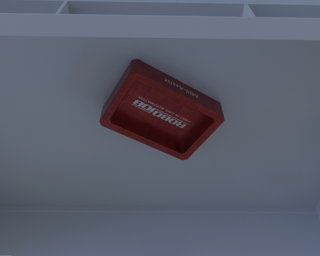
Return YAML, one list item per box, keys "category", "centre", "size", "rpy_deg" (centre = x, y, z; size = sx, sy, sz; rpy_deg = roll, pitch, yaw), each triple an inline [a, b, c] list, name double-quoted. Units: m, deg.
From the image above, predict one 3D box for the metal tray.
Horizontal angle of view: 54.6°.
- category: "metal tray"
  centre: [0.002, -0.017, 0.390]
  size: [0.131, 0.030, 0.090]
  rpy_deg: [25, 126, -20]
